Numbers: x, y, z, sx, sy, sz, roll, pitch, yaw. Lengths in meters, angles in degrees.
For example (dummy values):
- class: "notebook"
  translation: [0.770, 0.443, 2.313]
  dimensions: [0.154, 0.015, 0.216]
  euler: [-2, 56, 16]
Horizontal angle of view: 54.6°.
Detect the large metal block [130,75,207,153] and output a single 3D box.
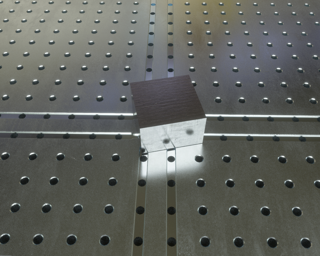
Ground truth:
- class: "large metal block"
  translation: [0.008, -0.020, 0.407]
  dimensions: [0.080, 0.050, 0.080]
  euler: [-9, 51, -8]
